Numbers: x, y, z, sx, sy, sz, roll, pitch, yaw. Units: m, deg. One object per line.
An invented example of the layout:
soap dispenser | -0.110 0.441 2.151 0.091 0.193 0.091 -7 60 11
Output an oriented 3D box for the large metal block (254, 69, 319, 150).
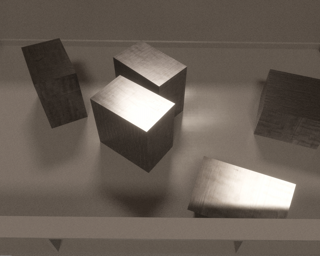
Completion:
large metal block | 0.177 -0.027 0.414 0.080 0.050 0.080 15 51 11

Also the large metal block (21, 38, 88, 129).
large metal block | -0.141 -0.060 0.418 0.050 0.080 0.080 -20 53 -17

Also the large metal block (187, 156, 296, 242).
large metal block | 0.077 0.065 0.306 0.080 0.080 0.050 17 86 13

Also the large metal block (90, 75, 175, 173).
large metal block | -0.031 -0.004 0.373 0.080 0.080 0.050 30 56 22

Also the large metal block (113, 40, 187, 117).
large metal block | -0.013 -0.058 0.418 0.080 0.080 0.050 36 59 26
